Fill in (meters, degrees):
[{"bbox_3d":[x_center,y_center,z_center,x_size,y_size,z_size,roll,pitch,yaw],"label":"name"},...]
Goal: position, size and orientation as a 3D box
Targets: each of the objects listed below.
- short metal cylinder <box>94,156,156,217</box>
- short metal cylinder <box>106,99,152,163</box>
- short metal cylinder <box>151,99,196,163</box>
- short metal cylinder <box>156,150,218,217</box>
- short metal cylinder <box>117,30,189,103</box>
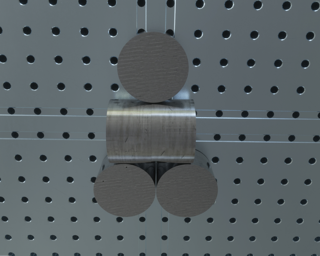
[{"bbox_3d":[-0.046,0.074,0.426,0.081,0.050,0.079,0,110,-1],"label":"short metal cylinder"},{"bbox_3d":[-0.035,0.004,0.385,0.050,0.080,0.079,0,110,-1],"label":"short metal cylinder"},{"bbox_3d":[0.015,0.004,0.386,0.050,0.080,0.079,0,110,-1],"label":"short metal cylinder"},{"bbox_3d":[0.035,0.074,0.426,0.081,0.050,0.079,0,110,-1],"label":"short metal cylinder"},{"bbox_3d":[-0.008,-0.076,0.372,0.081,0.050,0.079,0,110,-1],"label":"short metal cylinder"}]
